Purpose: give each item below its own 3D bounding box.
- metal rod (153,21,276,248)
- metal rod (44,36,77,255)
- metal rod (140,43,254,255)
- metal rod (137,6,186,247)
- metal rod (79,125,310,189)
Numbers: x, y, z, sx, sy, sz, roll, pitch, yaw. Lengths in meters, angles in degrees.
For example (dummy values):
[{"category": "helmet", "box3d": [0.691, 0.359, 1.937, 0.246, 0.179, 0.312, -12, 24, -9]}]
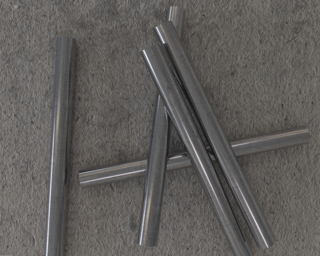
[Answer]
[{"category": "metal rod", "box3d": [0.069, 0.011, 0.382, 0.025, 0.025, 0.299, -26, 93, 0]}, {"category": "metal rod", "box3d": [-0.132, 0.032, 0.408, 0.025, 0.025, 0.298, 3, 90, 0]}, {"category": "metal rod", "box3d": [0.051, 0.041, 0.384, 0.025, 0.025, 0.299, -25, 101, 0]}, {"category": "metal rod", "box3d": [0.003, -0.008, 0.391, 0.025, 0.025, 0.299, 7, 82, 0]}, {"category": "metal rod", "box3d": [0.045, 0.038, 0.410, 0.302, 0.025, 0.025, -11, 90, 0]}]
